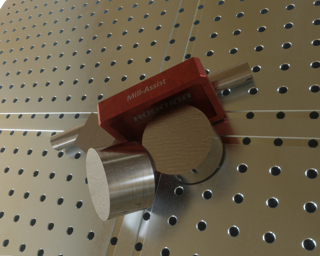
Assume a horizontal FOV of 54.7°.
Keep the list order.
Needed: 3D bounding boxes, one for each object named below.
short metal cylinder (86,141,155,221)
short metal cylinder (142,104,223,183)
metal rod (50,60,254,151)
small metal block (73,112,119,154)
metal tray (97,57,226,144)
[{"bbox_3d":[-0.047,0.058,0.348,0.050,0.079,0.080,-9,45,-28],"label":"short metal cylinder"},{"bbox_3d":[0.027,0.019,0.355,0.080,0.050,0.080,-8,67,21],"label":"short metal cylinder"},{"bbox_3d":[-0.023,-0.025,0.431,0.301,0.025,0.025,-19,54,16],"label":"metal rod"},{"bbox_3d":[-0.081,0.014,0.421,0.050,0.025,0.050,33,96,19],"label":"small metal block"},{"bbox_3d":[0.004,-0.021,0.373,0.130,0.090,0.030,-24,53,13],"label":"metal tray"}]
